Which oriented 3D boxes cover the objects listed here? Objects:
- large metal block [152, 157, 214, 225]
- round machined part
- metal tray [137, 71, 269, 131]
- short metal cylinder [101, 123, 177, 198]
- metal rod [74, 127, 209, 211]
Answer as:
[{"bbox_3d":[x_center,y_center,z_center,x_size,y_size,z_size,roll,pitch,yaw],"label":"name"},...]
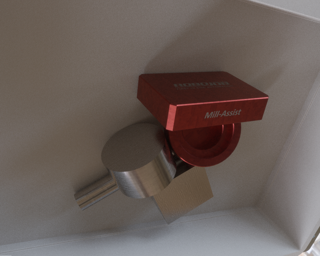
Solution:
[{"bbox_3d":[0.024,0.082,0.454,0.080,0.050,0.080,-29,129,-10],"label":"large metal block"},{"bbox_3d":[0.053,0.000,0.408,0.099,0.042,0.097,-1,93,-14],"label":"round machined part"},{"bbox_3d":[0.049,-0.037,0.369,0.131,0.090,0.030,-7,122,-26],"label":"metal tray"},{"bbox_3d":[-0.025,0.039,0.383,0.080,0.080,0.050,-30,129,-10],"label":"short metal cylinder"},{"bbox_3d":[0.022,0.027,0.437,0.302,0.025,0.025,-29,129,-10],"label":"metal rod"}]
